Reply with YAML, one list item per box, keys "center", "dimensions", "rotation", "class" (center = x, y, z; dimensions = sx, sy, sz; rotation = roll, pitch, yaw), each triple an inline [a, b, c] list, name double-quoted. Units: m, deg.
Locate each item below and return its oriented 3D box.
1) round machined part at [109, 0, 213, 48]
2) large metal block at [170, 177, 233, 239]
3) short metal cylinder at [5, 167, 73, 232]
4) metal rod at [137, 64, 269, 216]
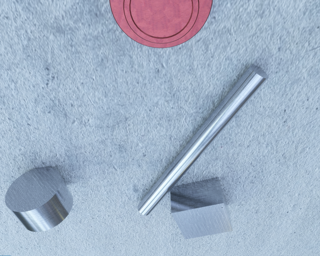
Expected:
- center: [0.001, -0.120, 0.294]
  dimensions: [0.099, 0.042, 0.097]
  rotation: [-1, 130, 0]
  class: "round machined part"
- center: [0.068, 0.132, 0.505]
  dimensions: [0.080, 0.050, 0.080]
  rotation: [-14, 129, 11]
  class: "large metal block"
- center: [-0.176, 0.104, 0.457]
  dimensions: [0.080, 0.080, 0.050]
  rotation: [-8, 130, 6]
  class: "short metal cylinder"
- center: [0.044, 0.036, 0.438]
  dimensions: [0.025, 0.025, 0.298]
  rotation: [22, 127, -18]
  class: "metal rod"
